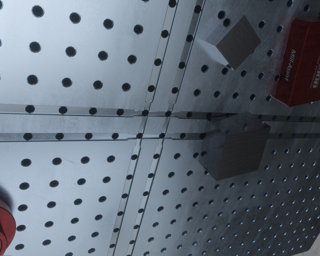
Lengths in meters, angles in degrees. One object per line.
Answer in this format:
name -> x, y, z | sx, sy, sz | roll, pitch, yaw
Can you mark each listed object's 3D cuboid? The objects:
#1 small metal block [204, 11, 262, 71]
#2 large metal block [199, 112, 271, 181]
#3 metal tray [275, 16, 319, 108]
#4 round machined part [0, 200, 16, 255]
small metal block -> 0.094, -0.111, 0.396 | 0.050, 0.025, 0.050 | -48, 130, 5
large metal block -> 0.113, 0.027, 0.476 | 0.081, 0.050, 0.079 | -9, 123, -24
metal tray -> 0.234, -0.102, 0.476 | 0.091, 0.030, 0.129 | -13, 124, -22
round machined part -> -0.215, 0.128, 0.350 | 0.099, 0.042, 0.097 | -21, 127, -31
